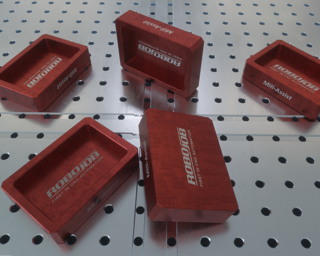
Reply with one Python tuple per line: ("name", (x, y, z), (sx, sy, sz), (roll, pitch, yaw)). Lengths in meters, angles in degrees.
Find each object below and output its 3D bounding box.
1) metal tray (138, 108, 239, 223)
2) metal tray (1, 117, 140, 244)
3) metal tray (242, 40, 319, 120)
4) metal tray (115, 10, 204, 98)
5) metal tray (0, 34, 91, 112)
("metal tray", (0.027, 0.039, 0.353), (0.091, 0.030, 0.130), (8, 47, -20))
("metal tray", (-0.098, 0.053, 0.359), (0.090, 0.030, 0.131), (31, 56, 23))
("metal tray", (0.205, -0.078, 0.471), (0.091, 0.030, 0.130), (-34, 58, -25))
("metal tray", (-0.003, -0.109, 0.456), (0.130, 0.090, 0.030), (28, 56, 21))
("metal tray", (-0.180, -0.090, 0.479), (0.090, 0.030, 0.130), (20, 53, 16))
